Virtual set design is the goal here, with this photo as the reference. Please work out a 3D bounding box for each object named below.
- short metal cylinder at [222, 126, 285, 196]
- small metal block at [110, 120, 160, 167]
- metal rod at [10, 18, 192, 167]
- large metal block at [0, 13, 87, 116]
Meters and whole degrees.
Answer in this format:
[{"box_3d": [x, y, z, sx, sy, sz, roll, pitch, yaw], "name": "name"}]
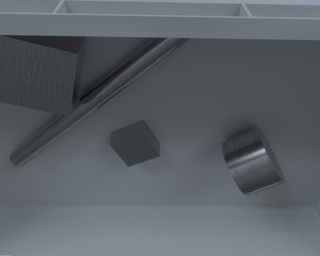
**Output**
[{"box_3d": [0.124, 0.044, 0.413, 0.050, 0.080, 0.080, -28, 125, 21], "name": "short metal cylinder"}, {"box_3d": [-0.033, 0.022, 0.428, 0.050, 0.025, 0.050, -20, 128, 16], "name": "small metal block"}, {"box_3d": [-0.089, -0.030, 0.382, 0.299, 0.025, 0.025, -33, 123, 24], "name": "metal rod"}, {"box_3d": [-0.129, -0.066, 0.334, 0.081, 0.050, 0.079, 12, 129, -11], "name": "large metal block"}]
